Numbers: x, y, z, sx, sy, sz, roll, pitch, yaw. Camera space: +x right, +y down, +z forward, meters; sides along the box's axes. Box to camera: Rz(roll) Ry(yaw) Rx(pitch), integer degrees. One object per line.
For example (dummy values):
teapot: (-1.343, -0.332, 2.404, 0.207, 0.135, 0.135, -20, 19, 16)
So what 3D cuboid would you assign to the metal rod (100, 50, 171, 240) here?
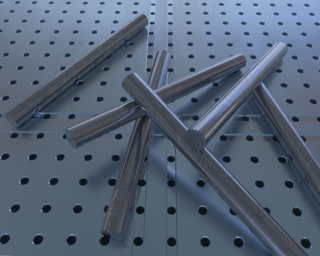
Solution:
metal rod: (-0.021, -0.004, 0.410, 0.025, 0.025, 0.300, 8, 50, 7)

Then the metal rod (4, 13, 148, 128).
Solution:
metal rod: (-0.115, -0.106, 0.495, 0.025, 0.025, 0.301, 27, 55, 21)

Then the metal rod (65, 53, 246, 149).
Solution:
metal rod: (0.015, -0.048, 0.421, 0.302, 0.025, 0.025, -28, 55, -31)

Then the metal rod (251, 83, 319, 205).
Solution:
metal rod: (0.179, 0.053, 0.364, 0.025, 0.025, 0.300, -11, 51, -9)

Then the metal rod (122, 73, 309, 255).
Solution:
metal rod: (0.058, 0.047, 0.331, 0.025, 0.025, 0.300, -33, 69, -24)

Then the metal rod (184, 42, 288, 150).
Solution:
metal rod: (0.119, -0.060, 0.418, 0.025, 0.025, 0.302, 28, 43, 21)
